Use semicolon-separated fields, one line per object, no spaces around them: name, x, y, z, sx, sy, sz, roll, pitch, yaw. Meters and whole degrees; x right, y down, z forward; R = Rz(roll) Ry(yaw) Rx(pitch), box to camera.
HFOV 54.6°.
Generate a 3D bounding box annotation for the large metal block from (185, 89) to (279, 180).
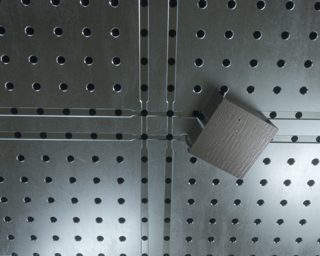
large metal block;0.090;0.007;0.403;0.080;0.050;0.080;28;108;-10
